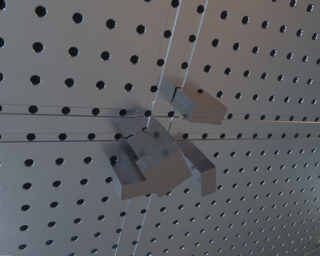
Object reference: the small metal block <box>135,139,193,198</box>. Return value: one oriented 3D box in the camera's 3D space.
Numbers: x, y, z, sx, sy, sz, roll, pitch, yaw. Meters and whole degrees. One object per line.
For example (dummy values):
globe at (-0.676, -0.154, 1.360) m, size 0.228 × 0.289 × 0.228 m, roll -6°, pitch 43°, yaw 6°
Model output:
small metal block at (0.006, 0.050, 0.380) m, size 0.050 × 0.025 × 0.050 m, roll -33°, pitch 129°, yaw -7°

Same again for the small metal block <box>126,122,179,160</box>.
small metal block at (-0.009, 0.024, 0.404) m, size 0.050 × 0.050 × 0.025 m, roll -28°, pitch 128°, yaw -11°

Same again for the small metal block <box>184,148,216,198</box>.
small metal block at (0.060, 0.067, 0.469) m, size 0.025 × 0.050 × 0.050 m, roll -20°, pitch 126°, yaw -17°

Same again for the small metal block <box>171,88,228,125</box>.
small metal block at (0.051, -0.028, 0.404) m, size 0.050 × 0.050 × 0.025 m, roll 5°, pitch 116°, yaw -31°

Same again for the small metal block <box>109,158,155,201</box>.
small metal block at (-0.036, 0.066, 0.416) m, size 0.050 × 0.050 × 0.025 m, roll -7°, pitch 122°, yaw -25°
